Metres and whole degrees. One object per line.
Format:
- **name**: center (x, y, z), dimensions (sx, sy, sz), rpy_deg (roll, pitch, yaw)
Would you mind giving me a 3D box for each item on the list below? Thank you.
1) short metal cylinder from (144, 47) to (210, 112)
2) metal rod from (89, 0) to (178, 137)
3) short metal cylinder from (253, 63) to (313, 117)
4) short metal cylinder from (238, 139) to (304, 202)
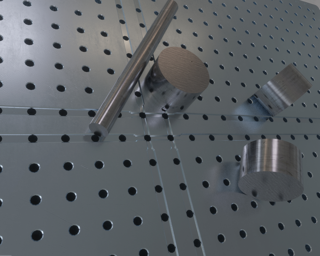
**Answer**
- **short metal cylinder**: center (0.024, -0.070, 0.448), dimensions (0.081, 0.050, 0.080), rpy_deg (14, 56, -21)
- **metal rod**: center (-0.026, -0.107, 0.459), dimensions (0.025, 0.025, 0.300), rpy_deg (30, 52, -9)
- **short metal cylinder**: center (0.205, -0.064, 0.523), dimensions (0.081, 0.080, 0.050), rpy_deg (-35, 82, -38)
- **short metal cylinder**: center (0.149, 0.058, 0.418), dimensions (0.080, 0.080, 0.050), rpy_deg (26, 53, -13)
